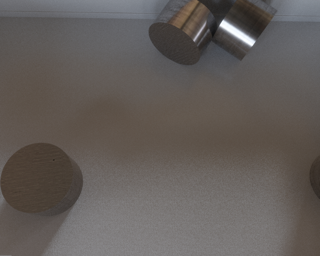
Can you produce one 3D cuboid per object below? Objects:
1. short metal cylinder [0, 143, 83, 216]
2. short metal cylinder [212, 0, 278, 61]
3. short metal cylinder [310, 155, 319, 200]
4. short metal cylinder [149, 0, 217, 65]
[{"bbox_3d":[-0.139,0.063,0.372,0.081,0.050,0.080,0,70,0],"label":"short metal cylinder"},{"bbox_3d":[0.116,-0.141,0.431,0.050,0.080,0.080,36,74,4],"label":"short metal cylinder"},{"bbox_3d":[0.235,0.059,0.378,0.081,0.050,0.080,0,70,0],"label":"short metal cylinder"},{"bbox_3d":[0.032,-0.133,0.430,0.080,0.080,0.050,29,73,10],"label":"short metal cylinder"}]
